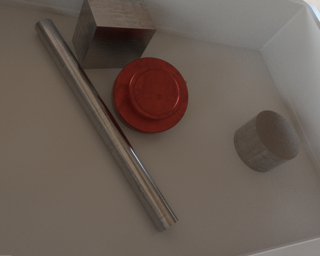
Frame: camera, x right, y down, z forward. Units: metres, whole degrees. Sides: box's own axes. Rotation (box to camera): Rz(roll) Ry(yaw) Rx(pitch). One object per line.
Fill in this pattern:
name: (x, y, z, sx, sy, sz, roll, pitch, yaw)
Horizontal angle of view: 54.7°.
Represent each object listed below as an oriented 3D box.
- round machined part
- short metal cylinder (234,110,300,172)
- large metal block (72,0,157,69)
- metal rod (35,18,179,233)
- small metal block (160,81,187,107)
round machined part: (-0.009, -0.042, 0.392, 0.099, 0.042, 0.097, 1, 85, -17)
short metal cylinder: (0.160, 0.020, 0.466, 0.081, 0.050, 0.080, 14, 56, -21)
large metal block: (-0.063, -0.124, 0.413, 0.081, 0.080, 0.050, -8, 66, -32)
metal rod: (-0.071, -0.012, 0.375, 0.025, 0.025, 0.299, -25, 75, -37)
small metal block: (0.007, -0.053, 0.443, 0.050, 0.025, 0.050, 24, 53, -14)
